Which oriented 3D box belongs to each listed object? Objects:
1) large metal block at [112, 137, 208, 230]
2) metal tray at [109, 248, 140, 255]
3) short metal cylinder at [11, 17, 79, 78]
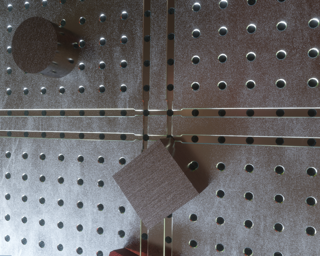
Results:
[{"bbox_3d":[0.001,0.069,0.399,0.080,0.050,0.080,-39,78,15],"label":"large metal block"},{"bbox_3d":[-0.044,0.238,0.404,0.090,0.030,0.130,17,83,27],"label":"metal tray"},{"bbox_3d":[-0.169,-0.117,0.459,0.080,0.050,0.079,0,90,20],"label":"short metal cylinder"}]
